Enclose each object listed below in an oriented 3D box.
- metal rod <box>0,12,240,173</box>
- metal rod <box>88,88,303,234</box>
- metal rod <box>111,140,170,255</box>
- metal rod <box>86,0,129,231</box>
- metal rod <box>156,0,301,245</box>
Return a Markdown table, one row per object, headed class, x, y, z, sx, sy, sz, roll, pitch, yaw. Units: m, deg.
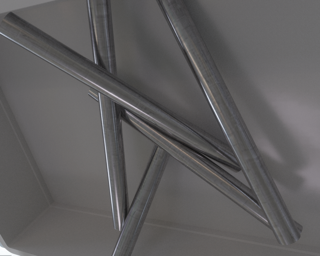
| class | x | y | z | sx | sy | sz | roll | pitch | yaw |
| --- | --- | --- | --- | --- | --- | --- | --- | --- | --- |
| metal rod | -0.026 | -0.029 | 0.344 | 0.301 | 0.025 | 0.025 | 30 | 131 | -16 |
| metal rod | 0.035 | 0.035 | 0.380 | 0.300 | 0.025 | 0.025 | 36 | 129 | 9 |
| metal rod | -0.042 | 0.146 | 0.420 | 0.025 | 0.025 | 0.298 | 22 | 94 | 15 |
| metal rod | -0.059 | 0.002 | 0.383 | 0.025 | 0.025 | 0.298 | 9 | 116 | 23 |
| metal rod | 0.070 | -0.014 | 0.325 | 0.025 | 0.025 | 0.299 | -25 | 94 | 37 |
